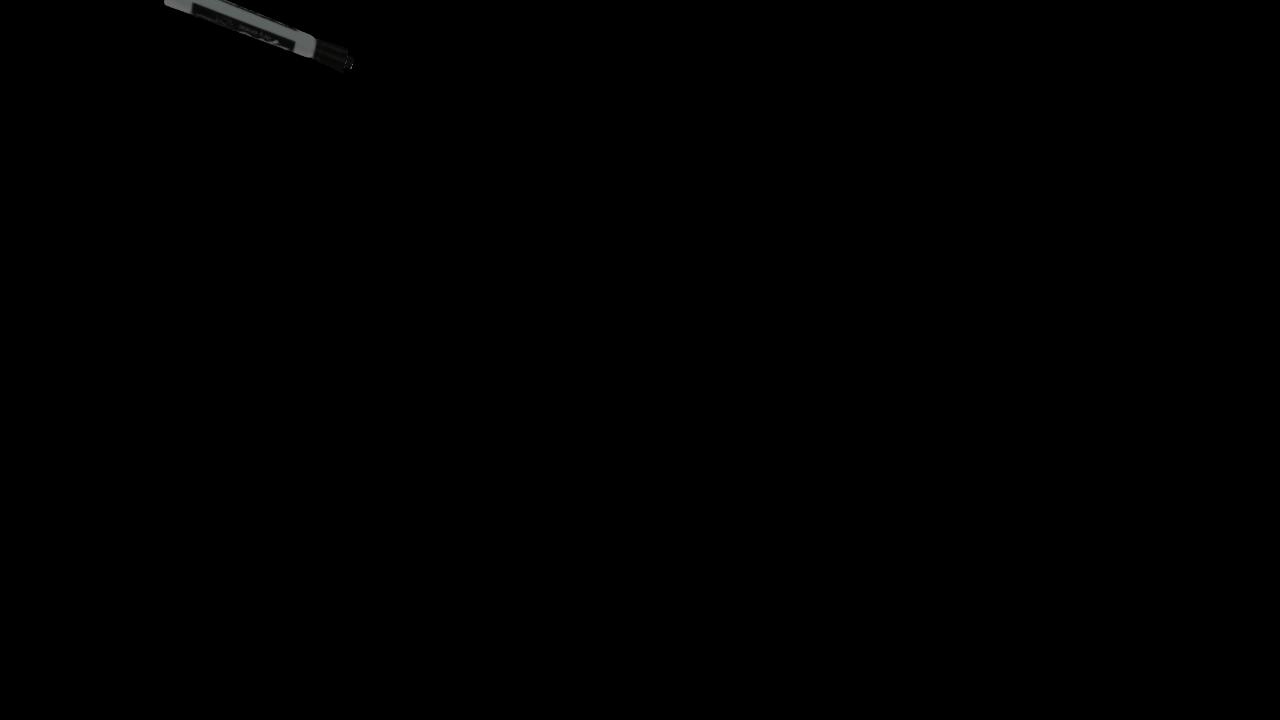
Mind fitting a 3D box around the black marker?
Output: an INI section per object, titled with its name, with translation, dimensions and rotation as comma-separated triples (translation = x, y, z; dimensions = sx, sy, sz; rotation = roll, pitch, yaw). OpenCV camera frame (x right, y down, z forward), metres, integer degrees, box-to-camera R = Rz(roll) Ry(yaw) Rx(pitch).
[black marker]
translation = -0.280, -0.248, 0.462
dimensions = 0.121, 0.020, 0.020
rotation = 9, -6, -38
